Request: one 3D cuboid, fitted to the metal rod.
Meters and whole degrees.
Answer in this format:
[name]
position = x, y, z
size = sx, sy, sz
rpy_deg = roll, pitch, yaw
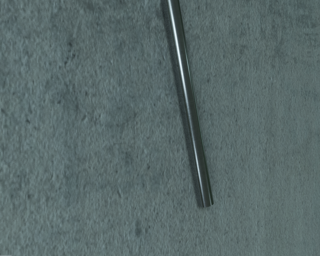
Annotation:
[metal rod]
position = 0.041, -0.031, 0.440
size = 0.025, 0.025, 0.298
rpy_deg = -19, 102, -39
